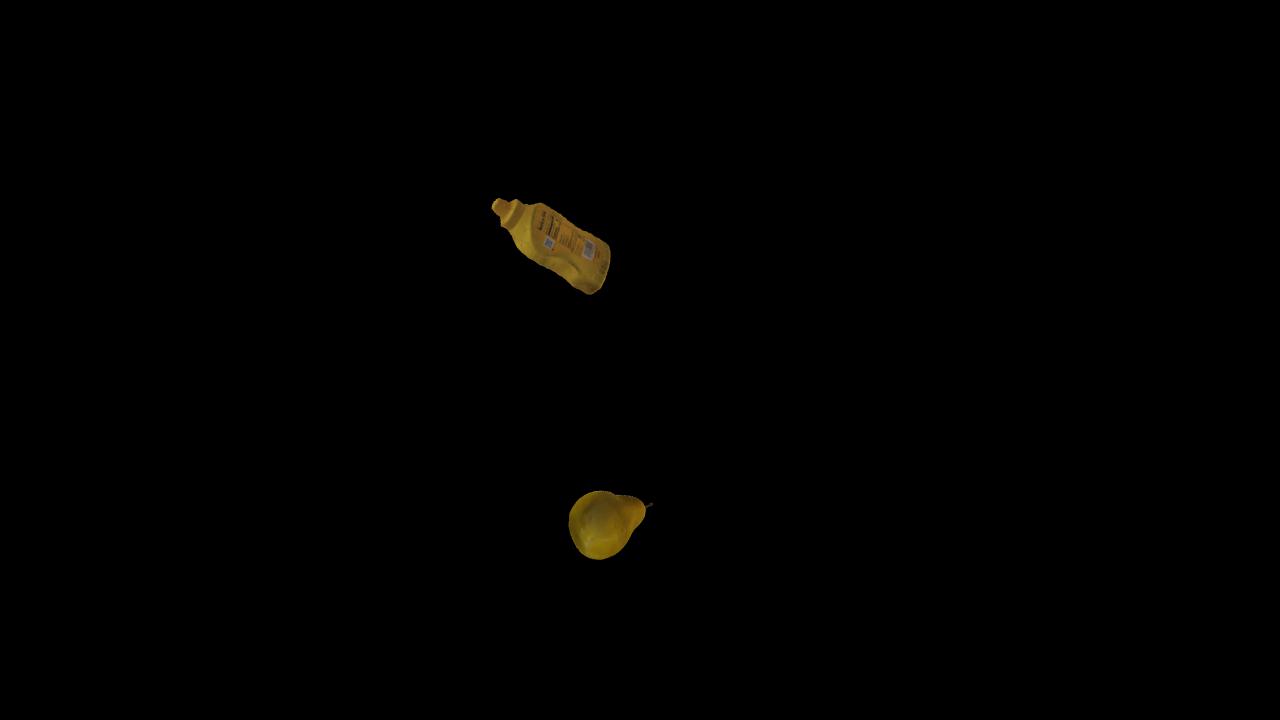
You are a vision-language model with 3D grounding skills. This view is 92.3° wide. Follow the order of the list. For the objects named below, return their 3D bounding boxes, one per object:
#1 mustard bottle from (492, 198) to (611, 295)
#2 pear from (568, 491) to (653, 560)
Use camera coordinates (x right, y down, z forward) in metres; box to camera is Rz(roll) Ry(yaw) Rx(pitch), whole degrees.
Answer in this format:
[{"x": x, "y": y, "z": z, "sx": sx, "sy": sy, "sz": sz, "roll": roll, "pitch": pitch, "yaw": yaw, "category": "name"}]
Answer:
[{"x": -0.127, "y": -0.172, "z": 0.867, "sx": 0.184, "sy": 0.092, "sz": 0.054, "roll": 29, "pitch": -32, "yaw": -32, "category": "mustard bottle"}, {"x": -0.026, "y": 0.186, "z": 0.723, "sx": 0.111, "sy": 0.080, "sz": 0.080, "roll": -19, "pitch": 8, "yaw": -25, "category": "pear"}]
